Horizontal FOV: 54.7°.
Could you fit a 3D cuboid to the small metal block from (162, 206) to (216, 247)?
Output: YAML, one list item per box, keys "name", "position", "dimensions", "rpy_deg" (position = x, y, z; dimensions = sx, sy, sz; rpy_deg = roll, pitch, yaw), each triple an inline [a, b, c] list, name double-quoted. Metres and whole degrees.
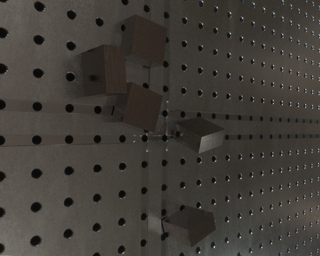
- name: "small metal block"
  position: [0.040, 0.135, 0.429]
  dimensions: [0.050, 0.050, 0.025]
  rpy_deg: [-19, 103, -39]

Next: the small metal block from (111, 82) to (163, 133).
- name: "small metal block"
  position: [-0.028, -0.024, 0.388]
  dimensions: [0.050, 0.025, 0.050]
  rpy_deg: [20, 77, -39]

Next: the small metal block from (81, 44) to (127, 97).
- name: "small metal block"
  position: [-0.062, -0.061, 0.342]
  dimensions: [0.025, 0.050, 0.050]
  rpy_deg: [-6, 94, -40]

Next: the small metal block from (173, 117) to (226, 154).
- name: "small metal block"
  position: [0.055, 0.009, 0.438]
  dimensions: [0.050, 0.050, 0.025]
  rpy_deg: [-15, 122, -39]

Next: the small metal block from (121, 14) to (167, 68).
- name: "small metal block"
  position: [-0.020, -0.108, 0.394]
  dimensions: [0.050, 0.025, 0.050]
  rpy_deg: [10, 84, -40]
